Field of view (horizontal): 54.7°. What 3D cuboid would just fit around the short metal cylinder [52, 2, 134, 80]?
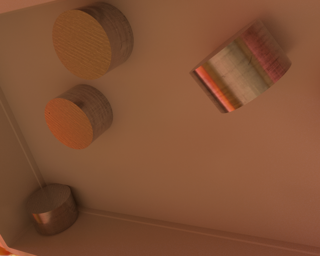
[{"bbox_3d":[-0.079,-0.104,0.370,0.080,0.050,0.079,13,124,21],"label":"short metal cylinder"}]

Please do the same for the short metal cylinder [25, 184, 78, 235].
[{"bbox_3d":[-0.197,0.148,0.569,0.080,0.080,0.050,4,120,26],"label":"short metal cylinder"}]

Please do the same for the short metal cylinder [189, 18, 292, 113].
[{"bbox_3d":[0.075,-0.059,0.297,0.080,0.080,0.050,-34,100,38],"label":"short metal cylinder"}]

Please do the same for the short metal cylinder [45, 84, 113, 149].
[{"bbox_3d":[-0.115,-0.016,0.443,0.080,0.050,0.079,13,124,21],"label":"short metal cylinder"}]
